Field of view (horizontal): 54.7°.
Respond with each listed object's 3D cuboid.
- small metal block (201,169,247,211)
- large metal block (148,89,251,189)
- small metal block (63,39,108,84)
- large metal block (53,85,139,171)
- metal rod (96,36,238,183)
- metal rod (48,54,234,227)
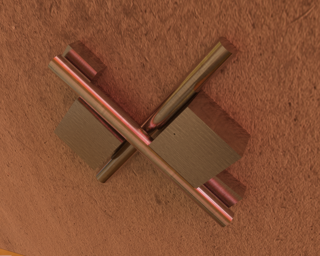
[{"bbox_3d":[0.079,0.083,0.419,0.050,0.025,0.050,40,129,1],"label":"small metal block"},{"bbox_3d":[0.047,0.015,0.376,0.080,0.050,0.080,43,129,-2],"label":"large metal block"},{"bbox_3d":[-0.106,-0.080,0.416,0.050,0.025,0.050,44,129,-3],"label":"small metal block"},{"bbox_3d":[-0.090,0.001,0.438,0.080,0.050,0.080,45,129,-3],"label":"large metal block"},{"bbox_3d":[-0.011,-0.003,0.413,0.025,0.025,0.298,43,129,-2],"label":"metal rod"},{"bbox_3d":[-0.023,0.017,0.398,0.300,0.025,0.025,43,129,-2],"label":"metal rod"}]
